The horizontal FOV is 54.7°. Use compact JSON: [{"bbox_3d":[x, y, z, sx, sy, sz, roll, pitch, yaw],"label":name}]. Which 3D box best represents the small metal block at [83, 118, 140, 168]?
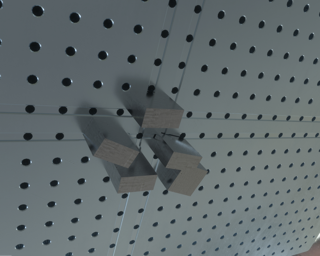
[{"bbox_3d":[-0.060,0.018,0.375,0.050,0.050,0.025,26,104,-38],"label":"small metal block"}]

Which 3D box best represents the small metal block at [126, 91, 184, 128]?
[{"bbox_3d":[-0.007,-0.023,0.379,0.050,0.050,0.025,1,118,-29],"label":"small metal block"}]

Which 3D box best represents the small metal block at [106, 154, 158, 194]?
[{"bbox_3d":[-0.039,0.059,0.412,0.050,0.050,0.025,1,118,-29],"label":"small metal block"}]

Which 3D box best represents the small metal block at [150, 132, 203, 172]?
[{"bbox_3d":[0.022,0.034,0.430,0.050,0.050,0.025,13,111,-34],"label":"small metal block"}]

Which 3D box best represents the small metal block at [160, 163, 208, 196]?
[{"bbox_3d":[0.038,0.074,0.480,0.050,0.025,0.050,23,106,-37],"label":"small metal block"}]
